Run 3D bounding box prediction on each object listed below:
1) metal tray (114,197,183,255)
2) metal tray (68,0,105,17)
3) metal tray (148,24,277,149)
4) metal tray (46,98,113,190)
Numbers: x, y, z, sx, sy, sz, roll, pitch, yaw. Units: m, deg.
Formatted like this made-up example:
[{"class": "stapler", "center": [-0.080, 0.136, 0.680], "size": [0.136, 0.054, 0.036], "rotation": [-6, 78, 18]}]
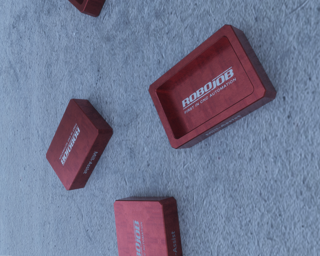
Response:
[{"class": "metal tray", "center": [-0.015, 0.160, 0.415], "size": [0.090, 0.030, 0.129], "rotation": [-11, 83, 39]}, {"class": "metal tray", "center": [-0.129, -0.253, 0.507], "size": [0.130, 0.030, 0.089], "rotation": [46, 118, 30]}, {"class": "metal tray", "center": [0.053, -0.042, 0.357], "size": [0.130, 0.030, 0.090], "rotation": [-34, 69, 34]}, {"class": "metal tray", "center": [-0.138, 0.028, 0.516], "size": [0.090, 0.030, 0.129], "rotation": [46, 117, 30]}]
